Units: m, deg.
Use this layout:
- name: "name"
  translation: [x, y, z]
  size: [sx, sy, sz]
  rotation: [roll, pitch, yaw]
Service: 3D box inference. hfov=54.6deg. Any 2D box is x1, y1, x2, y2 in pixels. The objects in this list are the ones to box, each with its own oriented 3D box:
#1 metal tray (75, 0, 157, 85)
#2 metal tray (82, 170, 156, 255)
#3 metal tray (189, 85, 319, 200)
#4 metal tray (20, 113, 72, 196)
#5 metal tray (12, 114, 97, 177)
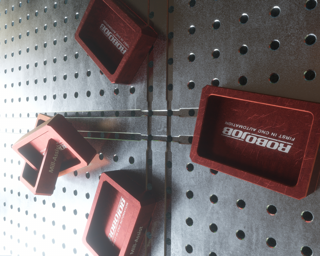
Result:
- name: "metal tray"
  translation: [-0.072, -0.138, 0.466]
  size: [0.130, 0.030, 0.090]
  rotation: [49, 119, 28]
- name: "metal tray"
  translation: [-0.065, 0.140, 0.460]
  size: [0.090, 0.030, 0.129]
  rotation: [30, 109, 36]
- name: "metal tray"
  translation: [0.099, 0.009, 0.324]
  size: [0.130, 0.030, 0.089]
  rotation: [17, 101, 39]
- name: "metal tray"
  translation: [-0.204, 0.044, 0.551]
  size: [0.090, 0.030, 0.129]
  rotation: [14, 88, 49]
- name: "metal tray"
  translation: [-0.180, 0.037, 0.523]
  size: [0.130, 0.030, 0.090]
  rotation: [-23, 116, 37]
